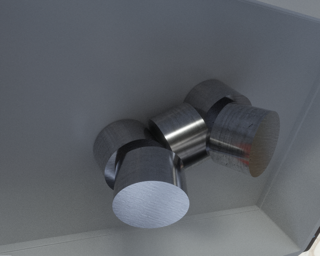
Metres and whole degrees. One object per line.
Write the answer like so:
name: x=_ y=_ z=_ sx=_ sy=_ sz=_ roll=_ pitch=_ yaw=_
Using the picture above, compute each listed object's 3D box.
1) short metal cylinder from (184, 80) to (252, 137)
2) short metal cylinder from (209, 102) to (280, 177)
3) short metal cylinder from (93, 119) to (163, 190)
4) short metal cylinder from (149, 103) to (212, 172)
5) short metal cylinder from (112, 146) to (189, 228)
short metal cylinder: x=0.077 y=-0.019 z=0.423 sx=0.081 sy=0.050 sz=0.079 roll=-14 pitch=125 yaw=-21
short metal cylinder: x=0.103 y=0.013 z=0.372 sx=0.081 sy=0.050 sz=0.079 roll=-24 pitch=123 yaw=-44
short metal cylinder: x=-0.038 y=0.036 z=0.393 sx=0.081 sy=0.050 sz=0.079 roll=-14 pitch=125 yaw=-21
short metal cylinder: x=0.026 y=0.014 z=0.396 sx=0.050 sy=0.080 sz=0.080 roll=-27 pitch=128 yaw=-12
short metal cylinder: x=-0.010 y=0.067 z=0.344 sx=0.081 sy=0.050 sz=0.079 roll=-2 pitch=129 yaw=-2
